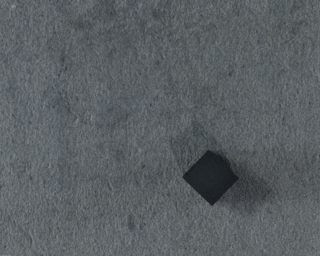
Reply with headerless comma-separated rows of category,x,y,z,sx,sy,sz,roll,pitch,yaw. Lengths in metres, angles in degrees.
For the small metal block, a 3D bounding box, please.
small metal block,0.066,0.066,0.411,0.050,0.025,0.050,44,90,-1
